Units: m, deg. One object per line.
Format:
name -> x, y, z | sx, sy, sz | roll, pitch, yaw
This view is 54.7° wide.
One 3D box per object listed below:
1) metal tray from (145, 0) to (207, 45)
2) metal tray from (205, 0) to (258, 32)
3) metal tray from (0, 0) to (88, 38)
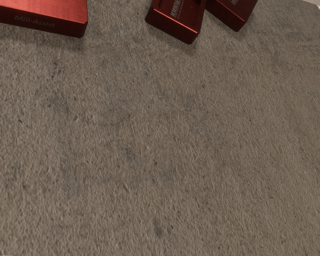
metal tray -> 0.033, -0.217, 0.552 | 0.090, 0.030, 0.130 | 24, 53, -14
metal tray -> 0.151, -0.266, 0.647 | 0.090, 0.030, 0.130 | 36, 51, -5
metal tray -> -0.168, -0.177, 0.419 | 0.131, 0.030, 0.090 | 4, 60, -26
